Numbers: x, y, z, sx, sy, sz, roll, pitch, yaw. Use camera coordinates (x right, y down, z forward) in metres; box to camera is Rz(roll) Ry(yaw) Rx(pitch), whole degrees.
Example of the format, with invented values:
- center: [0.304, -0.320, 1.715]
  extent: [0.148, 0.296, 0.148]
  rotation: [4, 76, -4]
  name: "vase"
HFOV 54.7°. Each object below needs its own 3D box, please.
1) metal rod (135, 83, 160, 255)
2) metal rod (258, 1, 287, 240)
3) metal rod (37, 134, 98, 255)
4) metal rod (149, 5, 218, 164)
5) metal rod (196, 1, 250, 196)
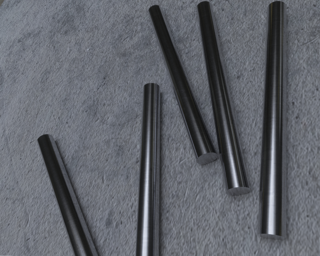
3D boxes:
- center: [-0.013, 0.071, 0.367]
  extent: [0.025, 0.025, 0.299]
  rotation: [-13, 56, 21]
  name: "metal rod"
- center: [0.131, -0.031, 0.353]
  extent: [0.025, 0.025, 0.300]
  rotation: [-3, 60, 27]
  name: "metal rod"
- center: [-0.111, 0.113, 0.392]
  extent: [0.025, 0.025, 0.300]
  rotation: [-38, 51, 2]
  name: "metal rod"
- center: [0.023, -0.082, 0.442]
  extent: [0.025, 0.025, 0.299]
  rotation: [-25, 53, 13]
  name: "metal rod"
- center: [0.075, -0.060, 0.401]
  extent: [0.025, 0.025, 0.299]
  rotation: [-16, 55, 19]
  name: "metal rod"
